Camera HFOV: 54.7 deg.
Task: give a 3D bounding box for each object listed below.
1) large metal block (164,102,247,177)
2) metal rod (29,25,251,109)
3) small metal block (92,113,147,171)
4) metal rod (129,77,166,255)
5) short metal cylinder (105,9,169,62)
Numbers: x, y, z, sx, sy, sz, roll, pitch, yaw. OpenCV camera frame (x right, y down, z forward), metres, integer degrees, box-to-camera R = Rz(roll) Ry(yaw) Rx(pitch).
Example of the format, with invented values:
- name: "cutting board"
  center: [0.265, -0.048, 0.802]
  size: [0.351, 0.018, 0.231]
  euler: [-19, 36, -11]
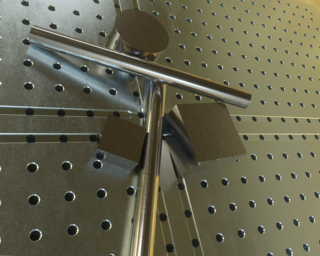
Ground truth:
- name: "large metal block"
  center: [0.057, 0.013, 0.416]
  size: [0.081, 0.050, 0.080]
  euler: [-5, 65, -31]
- name: "metal rod"
  center: [-0.019, -0.079, 0.419]
  size: [0.302, 0.025, 0.025]
  euler: [15, 55, -9]
- name: "small metal block"
  center: [-0.048, 0.017, 0.373]
  size: [0.050, 0.025, 0.050]
  euler: [22, 53, -15]
- name: "metal rod"
  center: [-0.012, 0.040, 0.378]
  size: [0.025, 0.025, 0.300]
  euler: [18, 55, -19]
- name: "short metal cylinder"
  center: [-0.034, -0.125, 0.451]
  size: [0.081, 0.050, 0.080]
  euler: [14, 56, -21]
